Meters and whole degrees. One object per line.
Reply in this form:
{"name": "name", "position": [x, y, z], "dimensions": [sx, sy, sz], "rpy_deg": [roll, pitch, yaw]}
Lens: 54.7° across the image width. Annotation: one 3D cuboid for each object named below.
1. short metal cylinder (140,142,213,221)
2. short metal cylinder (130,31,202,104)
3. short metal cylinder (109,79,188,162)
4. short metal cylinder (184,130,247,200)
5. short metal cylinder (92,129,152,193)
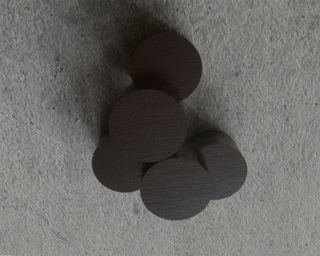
{"name": "short metal cylinder", "position": [0.018, 0.060, 0.366], "dimensions": [0.081, 0.050, 0.079], "rpy_deg": [0, 110, -1]}
{"name": "short metal cylinder", "position": [0.007, -0.074, 0.371], "dimensions": [0.081, 0.050, 0.079], "rpy_deg": [0, 110, 0]}
{"name": "short metal cylinder", "position": [-0.012, -0.009, 0.340], "dimensions": [0.080, 0.050, 0.079], "rpy_deg": [0, 110, 0]}
{"name": "short metal cylinder", "position": [0.070, 0.049, 0.416], "dimensions": [0.081, 0.050, 0.079], "rpy_deg": [0, 110, 0]}
{"name": "short metal cylinder", "position": [-0.045, 0.038, 0.411], "dimensions": [0.081, 0.050, 0.079], "rpy_deg": [0, 110, 0]}
